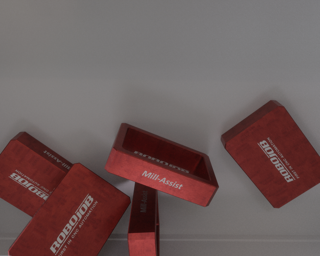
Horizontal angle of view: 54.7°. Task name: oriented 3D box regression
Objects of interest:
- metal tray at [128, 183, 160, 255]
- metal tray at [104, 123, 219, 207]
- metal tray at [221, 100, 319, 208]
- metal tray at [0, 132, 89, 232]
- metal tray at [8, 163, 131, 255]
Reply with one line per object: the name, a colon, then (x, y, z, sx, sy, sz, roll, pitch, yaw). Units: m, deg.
metal tray: (-0.018, 0.134, 0.404, 0.030, 0.130, 0.089, -3, 110, 1)
metal tray: (0.003, 0.043, 0.392, 0.131, 0.090, 0.030, 21, 109, -8)
metal tray: (0.158, 0.038, 0.424, 0.090, 0.030, 0.130, -38, 106, 12)
metal tray: (-0.167, 0.078, 0.436, 0.130, 0.030, 0.090, 38, 106, -13)
metal tray: (-0.110, 0.121, 0.391, 0.090, 0.030, 0.130, 38, 68, -11)
